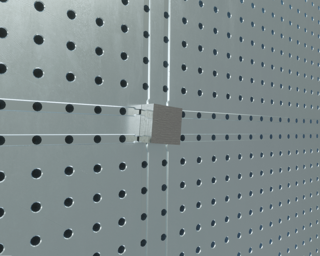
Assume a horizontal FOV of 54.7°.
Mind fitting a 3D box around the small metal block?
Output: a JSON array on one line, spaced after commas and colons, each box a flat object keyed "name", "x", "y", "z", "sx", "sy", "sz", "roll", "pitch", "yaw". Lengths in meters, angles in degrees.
[{"name": "small metal block", "x": 0.002, "y": -0.004, "z": 0.412, "sx": 0.050, "sy": 0.025, "sz": 0.050, "roll": 6, "pitch": 86, "yaw": -40}]
